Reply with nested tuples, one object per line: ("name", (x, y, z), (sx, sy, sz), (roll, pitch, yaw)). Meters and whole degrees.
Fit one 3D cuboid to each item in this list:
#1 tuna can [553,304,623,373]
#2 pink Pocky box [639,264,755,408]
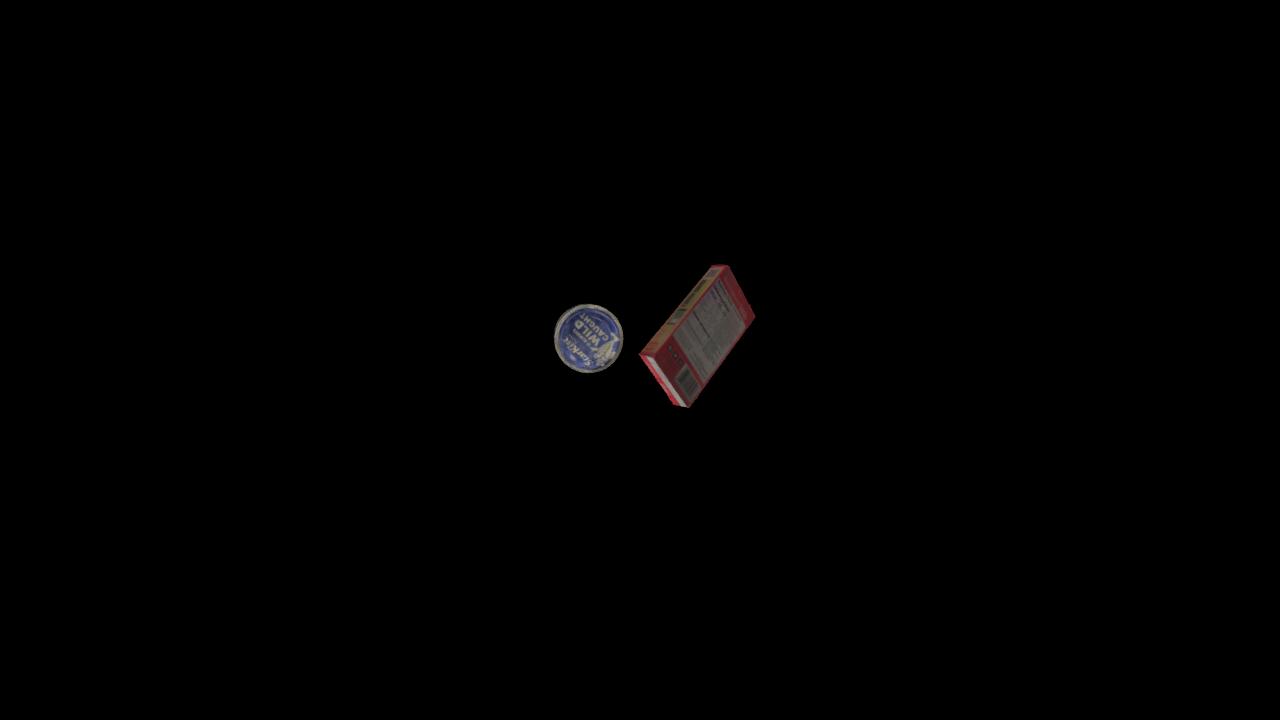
("tuna can", (-0.064, -0.027, 0.757), (0.084, 0.084, 0.034), (0, 8, -12))
("pink Pocky box", (0.070, -0.029, 0.706), (0.029, 0.155, 0.084), (8, -39, 48))
